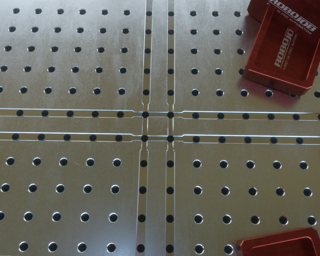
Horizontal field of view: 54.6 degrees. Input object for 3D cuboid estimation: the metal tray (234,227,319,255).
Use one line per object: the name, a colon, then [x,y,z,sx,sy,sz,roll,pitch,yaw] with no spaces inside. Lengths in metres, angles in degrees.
metal tray: [0.145,0.184,0.342,0.091,0.030,0.130,-10,70,-4]

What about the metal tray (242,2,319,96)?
metal tray: [0.184,-0.120,0.443,0.090,0.030,0.130,21,78,10]

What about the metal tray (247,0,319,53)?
metal tray: [0.194,-0.168,0.438,0.130,0.090,0.030,42,73,14]
